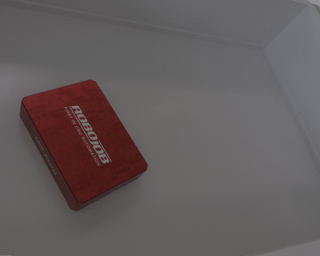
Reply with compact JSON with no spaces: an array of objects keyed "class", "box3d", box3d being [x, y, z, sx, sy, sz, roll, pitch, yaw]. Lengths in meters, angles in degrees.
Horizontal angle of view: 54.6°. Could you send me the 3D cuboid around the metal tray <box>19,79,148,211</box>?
[{"class":"metal tray","box3d":[-0.085,0.014,0.348,0.091,0.030,0.130,-24,75,-36]}]
